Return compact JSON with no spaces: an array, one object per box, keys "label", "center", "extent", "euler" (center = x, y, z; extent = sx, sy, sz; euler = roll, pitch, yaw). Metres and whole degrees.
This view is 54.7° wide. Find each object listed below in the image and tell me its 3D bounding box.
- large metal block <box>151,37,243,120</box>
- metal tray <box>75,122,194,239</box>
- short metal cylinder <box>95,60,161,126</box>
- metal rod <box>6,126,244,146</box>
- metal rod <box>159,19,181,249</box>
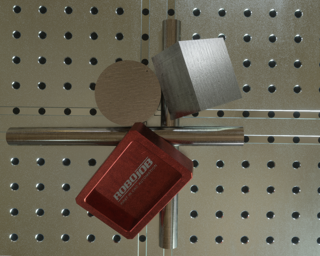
[{"label":"large metal block","center":[0.047,-0.061,0.381],"extent":[0.081,0.050,0.080],"euler":[-18,90,-40]},{"label":"metal tray","center":[-0.032,0.068,0.385],"extent":[0.090,0.030,0.129],"euler":[38,111,-6]},{"label":"short metal cylinder","center":[-0.039,-0.043,0.400],"extent":[0.081,0.050,0.079],"euler":[0,90,0]},{"label":"metal rod","center":[-0.049,0.011,0.396],"extent":[0.302,0.025,0.025],"euler":[0,90,7]},{"label":"metal rod","center":[0.013,0.008,0.413],"extent":[0.025,0.025,0.298],"euler":[1,90,0]}]
